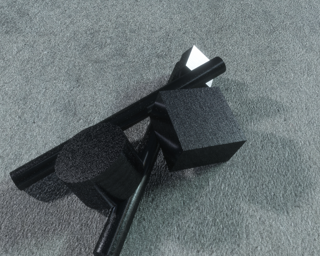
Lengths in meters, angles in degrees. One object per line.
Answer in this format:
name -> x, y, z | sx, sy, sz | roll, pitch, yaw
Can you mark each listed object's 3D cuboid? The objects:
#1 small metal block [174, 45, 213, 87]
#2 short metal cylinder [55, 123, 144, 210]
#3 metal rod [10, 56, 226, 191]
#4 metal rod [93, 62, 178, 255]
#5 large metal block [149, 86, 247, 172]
small metal block -> 0.054, -0.086, 0.461 | 0.050, 0.025, 0.050 | 38, 49, -20
short metal cylinder -> -0.064, 0.041, 0.337 | 0.080, 0.050, 0.080 | -15, 41, 14
metal rod -> -0.040, -0.014, 0.393 | 0.302, 0.025, 0.025 | -31, 57, -16
metal rod -> -0.009, 0.015, 0.391 | 0.025, 0.025, 0.300 | 14, 51, 11
large metal block -> 0.042, 0.000, 0.370 | 0.081, 0.050, 0.080 | -8, 59, -23
